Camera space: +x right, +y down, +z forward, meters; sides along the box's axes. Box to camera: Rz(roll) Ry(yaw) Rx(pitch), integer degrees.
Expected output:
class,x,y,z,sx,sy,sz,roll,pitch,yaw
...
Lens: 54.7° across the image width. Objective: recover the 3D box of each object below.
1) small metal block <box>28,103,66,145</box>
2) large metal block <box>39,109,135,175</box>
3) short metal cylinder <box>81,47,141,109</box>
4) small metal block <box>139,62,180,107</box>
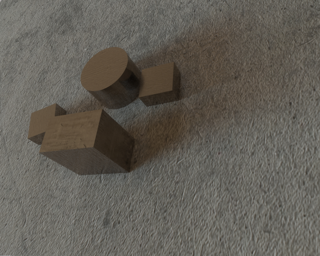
class,x,y,z,sx,sy,sz,roll,pitch,yaw
small metal block,-0.182,-0.006,0.501,0.050,0.025,0.050,-19,54,16
large metal block,-0.091,0.022,0.401,0.080,0.080,0.050,-7,59,24
short metal cylinder,-0.072,-0.075,0.470,0.080,0.050,0.080,-13,56,20
small metal block,0.000,-0.062,0.440,0.050,0.025,0.050,-9,58,23
